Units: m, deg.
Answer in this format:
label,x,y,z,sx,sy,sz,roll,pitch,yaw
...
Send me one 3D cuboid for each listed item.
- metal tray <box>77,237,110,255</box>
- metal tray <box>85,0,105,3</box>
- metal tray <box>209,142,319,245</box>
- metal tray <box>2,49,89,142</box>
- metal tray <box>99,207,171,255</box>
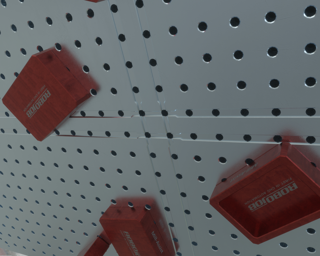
label,x,y,z,sx,sy,sz,roll,pitch,yaw
metal tray,-0.162,0.283,0.626,0.030,0.090,0.129,41,129,0
metal tray,-0.114,-0.199,0.343,0.130,0.030,0.089,19,126,17
metal tray,0.137,0.086,0.388,0.090,0.030,0.129,43,129,-2
metal tray,-0.177,-0.045,0.471,0.130,0.030,0.090,-34,100,38
metal tray,-0.042,0.202,0.553,0.090,0.030,0.129,-10,114,32
